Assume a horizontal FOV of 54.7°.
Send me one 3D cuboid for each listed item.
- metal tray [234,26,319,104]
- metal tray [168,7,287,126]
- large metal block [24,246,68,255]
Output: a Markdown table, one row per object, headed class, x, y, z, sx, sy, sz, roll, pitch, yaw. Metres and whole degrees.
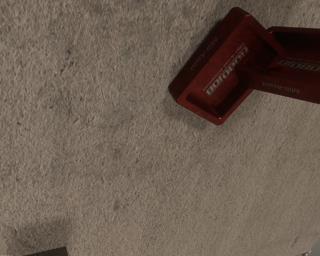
| class | x | y | z | sx | sy | sz | roll | pitch | yaw |
| --- | --- | --- | --- | --- | --- | --- | --- | --- | --- |
| metal tray | 0.168 | -0.079 | 0.371 | 0.090 | 0.130 | 0.030 | -48 | 131 | -16 |
| metal tray | 0.085 | -0.072 | 0.393 | 0.090 | 0.030 | 0.129 | 25 | 113 | -37 |
| large metal block | -0.162 | 0.217 | 0.418 | 0.081 | 0.080 | 0.050 | -4 | 120 | -27 |
